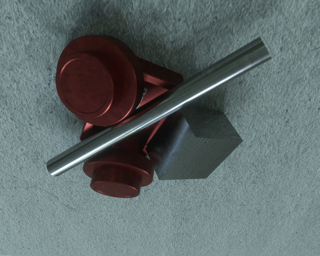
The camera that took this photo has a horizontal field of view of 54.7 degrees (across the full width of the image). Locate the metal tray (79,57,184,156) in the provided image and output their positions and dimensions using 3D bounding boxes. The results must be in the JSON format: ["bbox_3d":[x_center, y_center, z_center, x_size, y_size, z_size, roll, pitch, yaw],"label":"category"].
[{"bbox_3d":[-0.037,-0.022,0.386,0.091,0.030,0.129,19,128,-16],"label":"metal tray"}]

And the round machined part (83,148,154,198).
[{"bbox_3d":[-0.059,0.067,0.432,0.099,0.042,0.098,6,151,4],"label":"round machined part"}]

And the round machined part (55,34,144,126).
[{"bbox_3d":[-0.070,-0.048,0.330,0.098,0.042,0.097,7,111,19],"label":"round machined part"}]

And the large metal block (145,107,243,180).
[{"bbox_3d":[0.042,0.021,0.392,0.081,0.050,0.080,6,134,-37],"label":"large metal block"}]

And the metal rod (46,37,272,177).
[{"bbox_3d":[-0.019,-0.013,0.359,0.300,0.025,0.025,-28,125,22],"label":"metal rod"}]
